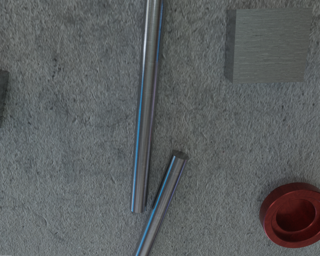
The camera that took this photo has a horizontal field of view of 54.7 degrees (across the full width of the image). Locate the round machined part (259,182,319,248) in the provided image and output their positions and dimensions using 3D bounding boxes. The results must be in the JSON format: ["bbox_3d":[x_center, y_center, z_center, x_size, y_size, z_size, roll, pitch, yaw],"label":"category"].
[{"bbox_3d":[0.193,0.121,0.448,0.099,0.042,0.097,0,110,-1],"label":"round machined part"}]

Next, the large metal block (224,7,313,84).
[{"bbox_3d":[0.122,-0.097,0.362,0.081,0.050,0.079,-2,110,0],"label":"large metal block"}]

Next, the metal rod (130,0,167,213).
[{"bbox_3d":[-0.018,-0.022,0.401,0.025,0.025,0.298,5,110,-2],"label":"metal rod"}]

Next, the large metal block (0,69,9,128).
[{"bbox_3d":[-0.242,-0.038,0.379,0.080,0.050,0.079,16,109,-7],"label":"large metal block"}]

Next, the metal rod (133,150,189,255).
[{"bbox_3d":[-0.019,0.170,0.472,0.025,0.025,0.298,17,109,-7],"label":"metal rod"}]
